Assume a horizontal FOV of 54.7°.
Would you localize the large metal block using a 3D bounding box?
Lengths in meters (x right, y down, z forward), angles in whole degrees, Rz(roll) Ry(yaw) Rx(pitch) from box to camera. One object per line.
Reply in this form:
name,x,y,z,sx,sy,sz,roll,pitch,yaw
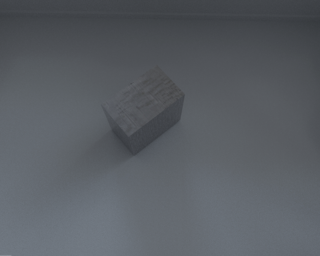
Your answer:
large metal block,-0.019,-0.019,0.384,0.080,0.080,0.050,-38,75,-13
